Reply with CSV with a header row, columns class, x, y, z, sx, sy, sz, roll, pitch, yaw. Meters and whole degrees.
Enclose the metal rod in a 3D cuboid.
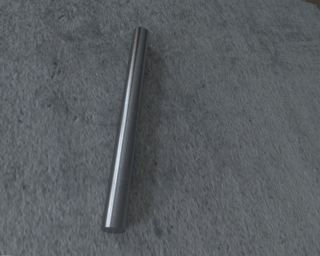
class,x,y,z,sx,sy,sz,roll,pitch,yaw
metal rod,-0.038,-0.021,0.397,0.025,0.025,0.300,17,55,-19
